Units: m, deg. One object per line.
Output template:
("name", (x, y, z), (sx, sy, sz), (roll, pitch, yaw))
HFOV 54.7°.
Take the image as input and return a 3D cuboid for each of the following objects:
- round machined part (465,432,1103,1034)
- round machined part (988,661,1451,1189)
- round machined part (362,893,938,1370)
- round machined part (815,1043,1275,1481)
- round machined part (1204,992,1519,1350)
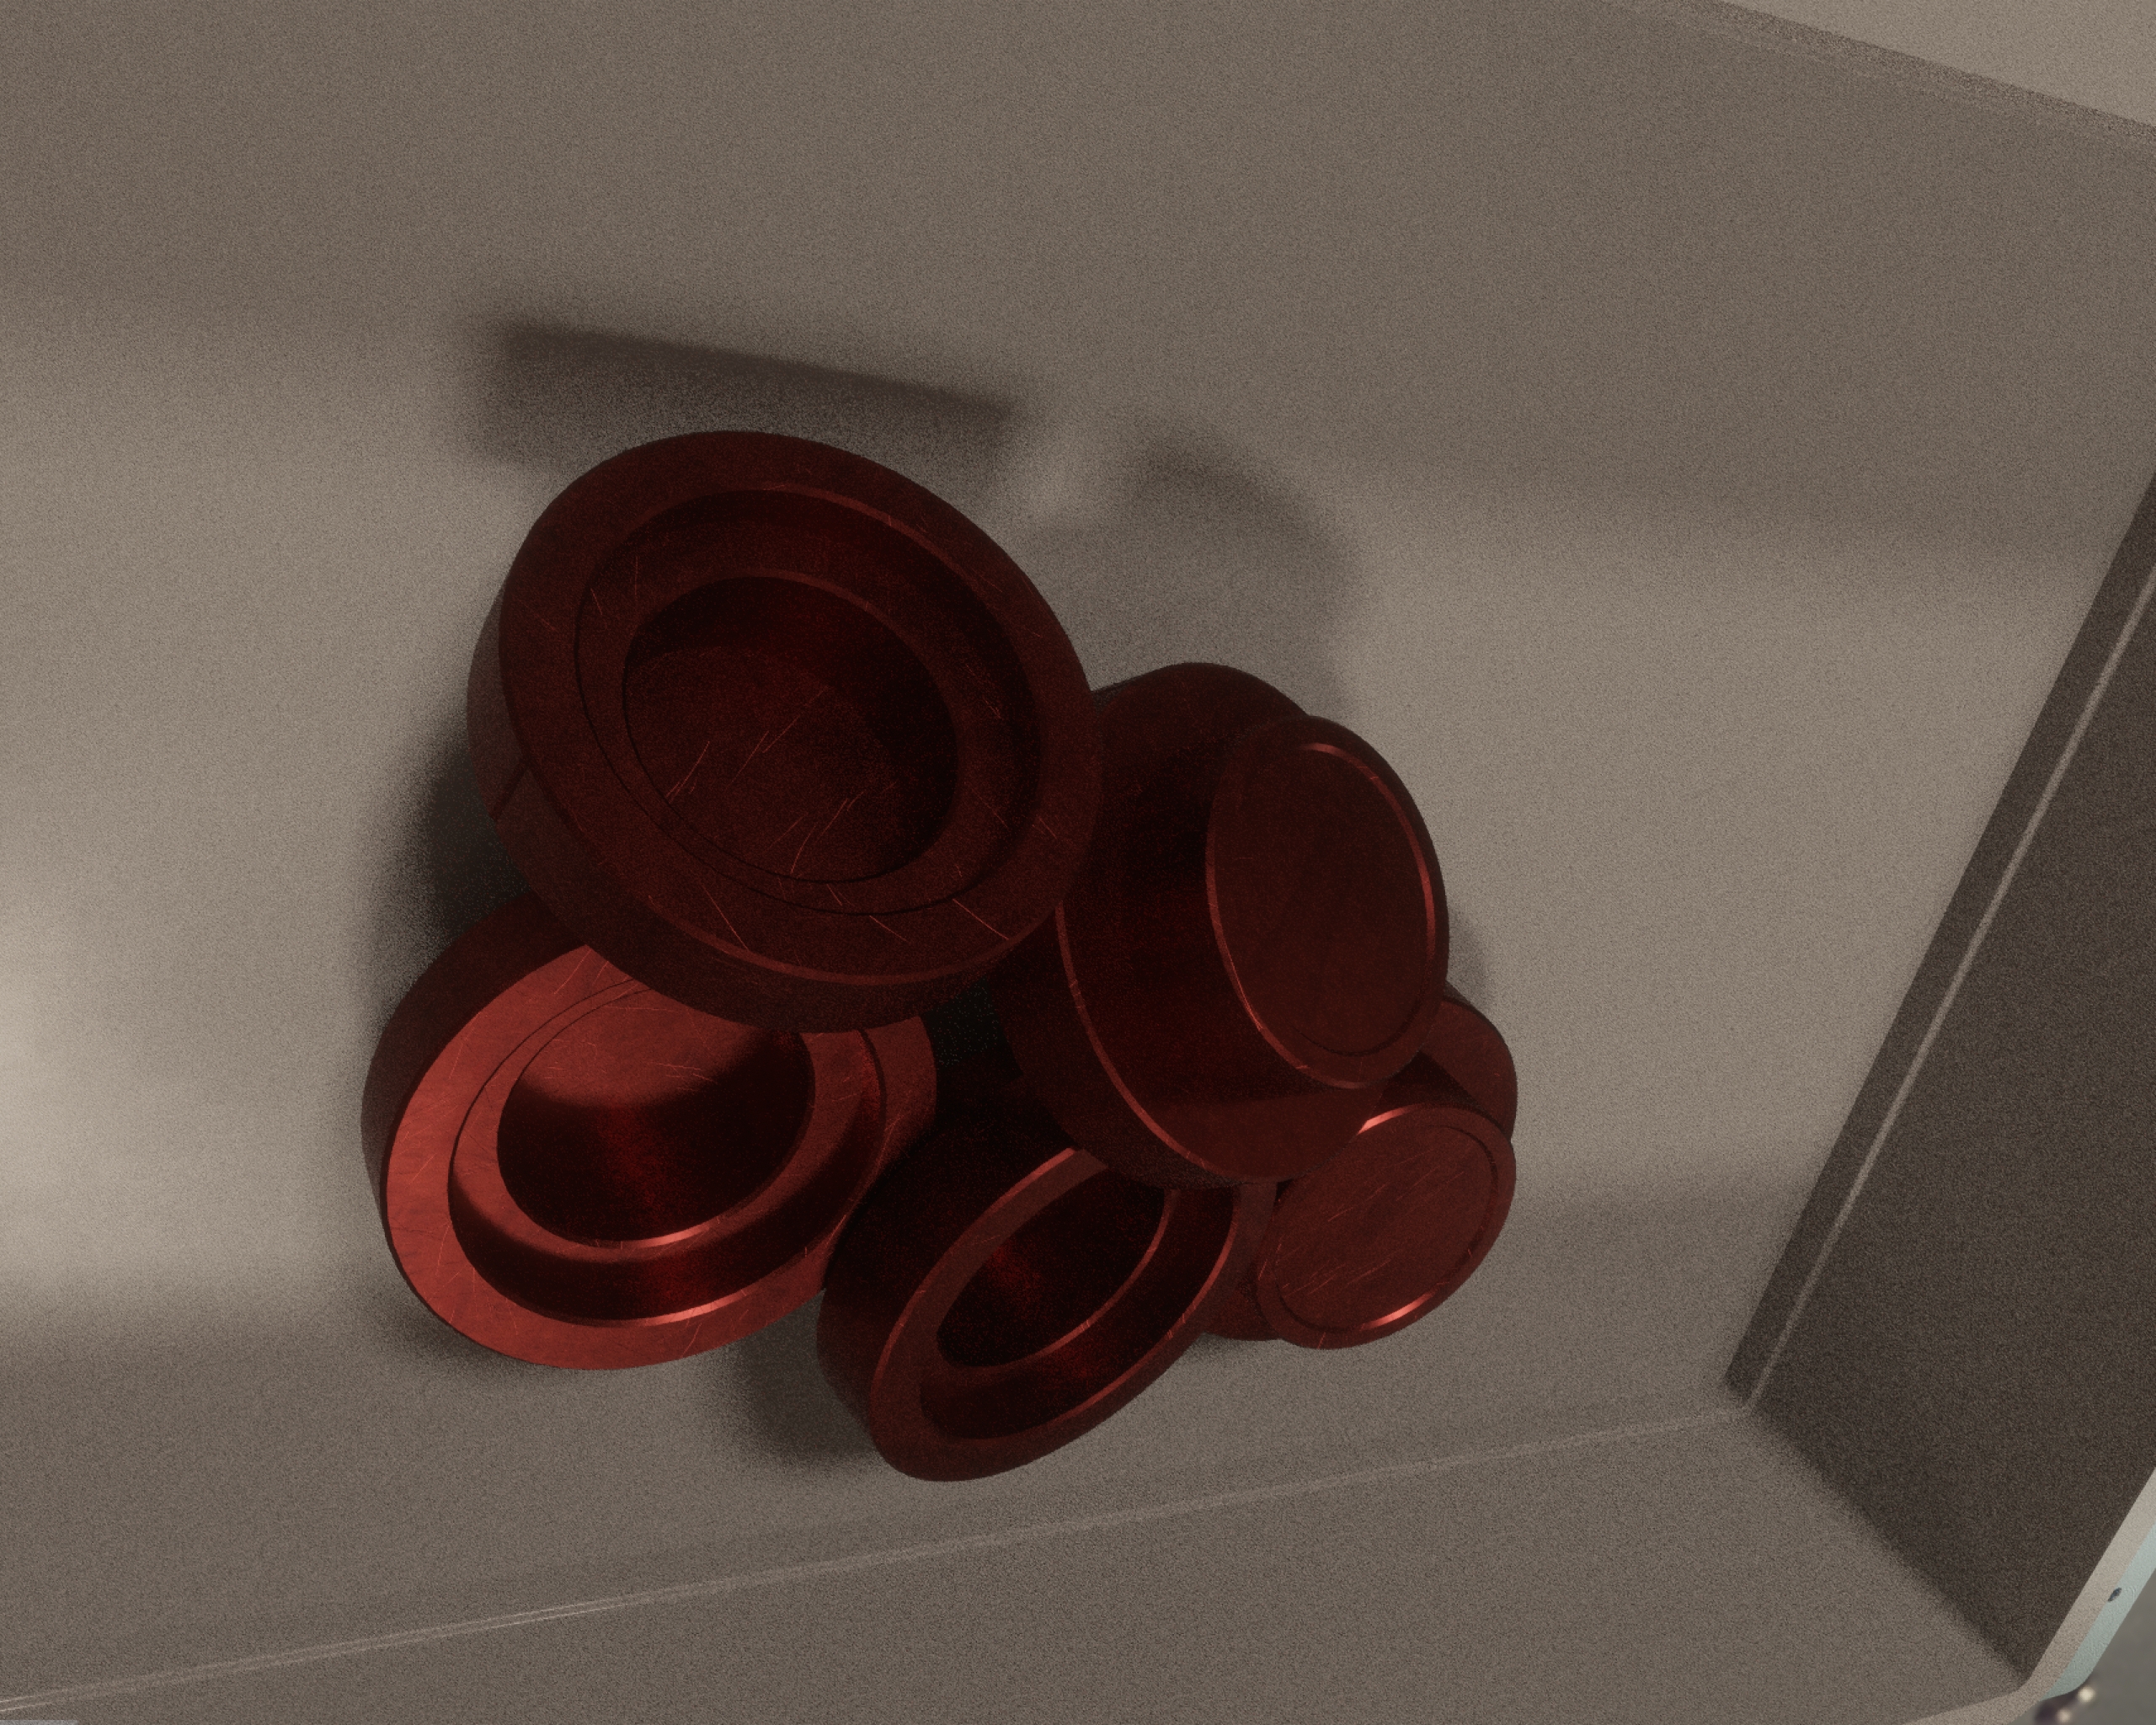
("round machined part", (-0.049, -0.017, 0.336), (0.099, 0.098, 0.042), (2, 153, -30))
("round machined part", (0.032, 0.010, 0.385), (0.099, 0.042, 0.098), (14, 70, -43))
("round machined part", (-0.079, 0.040, 0.378), (0.099, 0.042, 0.097), (-14, 125, -21))
("round machined part", (-0.011, 0.074, 0.422), (0.099, 0.042, 0.097), (-26, 139, -25))
("round machined part", (0.060, 0.071, 0.474), (0.099, 0.042, 0.097), (-14, 125, -21))
